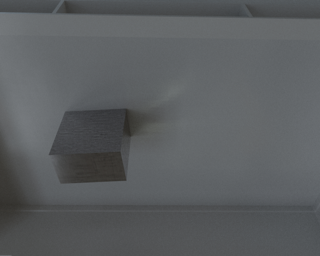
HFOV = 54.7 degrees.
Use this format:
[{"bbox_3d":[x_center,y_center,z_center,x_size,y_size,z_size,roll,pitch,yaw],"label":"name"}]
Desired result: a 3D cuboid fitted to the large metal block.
[{"bbox_3d":[-0.082,0.021,0.390,0.080,0.080,0.050,-3,130,2],"label":"large metal block"}]
